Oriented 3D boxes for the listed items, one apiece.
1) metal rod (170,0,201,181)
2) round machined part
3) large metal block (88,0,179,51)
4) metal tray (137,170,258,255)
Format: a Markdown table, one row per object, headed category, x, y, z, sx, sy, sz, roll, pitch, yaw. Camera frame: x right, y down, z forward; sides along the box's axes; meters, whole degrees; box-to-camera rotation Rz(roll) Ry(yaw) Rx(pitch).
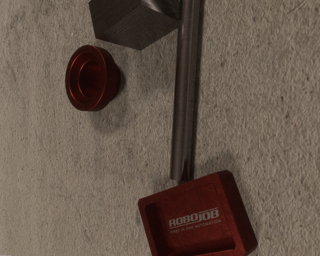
| category | x | y | z | sx | sy | sz | roll | pitch | yaw |
| --- | --- | --- | --- | --- | --- | --- | --- | --- | --- |
| metal rod | 0.032 | -0.086 | 0.376 | 0.025 | 0.025 | 0.298 | 5 | 93 | 39 |
| round machined part | -0.098 | -0.074 | 0.472 | 0.098 | 0.042 | 0.097 | 0 | 90 | 39 |
| large metal block | -0.029 | -0.145 | 0.391 | 0.080 | 0.081 | 0.050 | -21 | 77 | 38 |
| metal tray | 0.038 | 0.112 | 0.368 | 0.130 | 0.030 | 0.090 | -28 | 73 | 36 |
